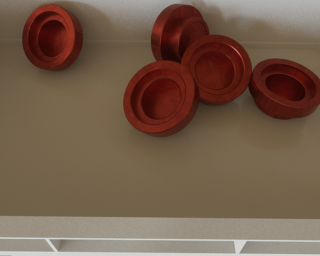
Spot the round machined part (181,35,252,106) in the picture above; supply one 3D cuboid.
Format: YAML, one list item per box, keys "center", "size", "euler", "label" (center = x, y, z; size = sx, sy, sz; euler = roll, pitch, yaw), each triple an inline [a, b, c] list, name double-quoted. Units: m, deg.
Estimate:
- center: [0.077, -0.079, 0.443]
  size: [0.099, 0.042, 0.097]
  euler: [1, 82, -4]
  label: "round machined part"

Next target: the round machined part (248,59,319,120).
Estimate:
- center: [0.172, -0.050, 0.434]
  size: [0.099, 0.042, 0.098]
  euler: [4, 51, -5]
  label: "round machined part"

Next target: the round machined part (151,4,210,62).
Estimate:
- center: [0.037, -0.133, 0.465]
  size: [0.099, 0.097, 0.042]
  euler: [-37, 43, -27]
  label: "round machined part"

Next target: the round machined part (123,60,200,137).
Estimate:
- center: [0.005, -0.035, 0.405]
  size: [0.098, 0.042, 0.098]
  euler: [-7, 72, 23]
  label: "round machined part"

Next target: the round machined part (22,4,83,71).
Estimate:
- center: [-0.162, -0.138, 0.485]
  size: [0.098, 0.097, 0.042]
  euler: [23, 10, 18]
  label: "round machined part"
